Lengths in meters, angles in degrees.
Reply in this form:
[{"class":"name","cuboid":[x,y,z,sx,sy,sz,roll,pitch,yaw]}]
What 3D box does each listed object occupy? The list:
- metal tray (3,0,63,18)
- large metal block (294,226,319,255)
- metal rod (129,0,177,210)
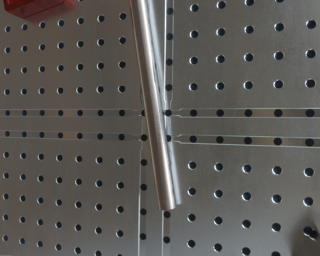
[{"class":"metal tray","cuboid":[-0.203,-0.248,0.479,0.090,0.030,0.129,-11,86,19]},{"class":"large metal block","cuboid":[0.189,0.157,0.317,0.080,0.080,0.050,34,101,16]},{"class":"metal rod","cuboid":[-0.011,-0.042,0.415,0.025,0.025,0.298,-9,87,19]}]
